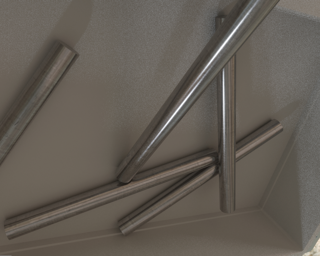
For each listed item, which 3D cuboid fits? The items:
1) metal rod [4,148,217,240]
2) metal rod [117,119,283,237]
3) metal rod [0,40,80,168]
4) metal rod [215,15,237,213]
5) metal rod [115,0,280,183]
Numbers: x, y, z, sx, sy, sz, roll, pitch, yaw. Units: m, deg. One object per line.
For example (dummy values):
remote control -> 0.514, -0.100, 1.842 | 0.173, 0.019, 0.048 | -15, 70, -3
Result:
metal rod -> -0.052, 0.084, 0.432 | 0.302, 0.025, 0.025 | -17, 125, -19
metal rod -> 0.068, 0.075, 0.491 | 0.301, 0.025, 0.025 | -32, 129, -8
metal rod -> -0.182, 0.036, 0.330 | 0.025, 0.025, 0.299 | 32, 101, -38
metal rod -> 0.094, -0.001, 0.437 | 0.025, 0.025, 0.298 | -17, 119, -19
metal rod -> 0.017, -0.023, 0.322 | 0.025, 0.025, 0.298 | 4, 142, -31
